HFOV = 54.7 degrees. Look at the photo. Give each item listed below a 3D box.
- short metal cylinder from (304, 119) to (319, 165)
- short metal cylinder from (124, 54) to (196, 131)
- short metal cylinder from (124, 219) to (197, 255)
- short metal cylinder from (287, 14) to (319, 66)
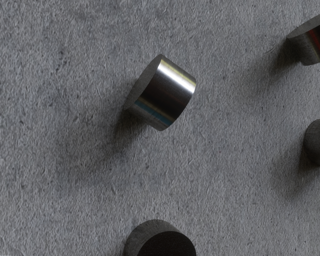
[{"bbox_3d":[0.283,0.024,0.500,0.081,0.050,0.080,0,90,-20],"label":"short metal cylinder"},{"bbox_3d":[-0.001,-0.043,0.379,0.050,0.080,0.080,33,80,-17],"label":"short metal cylinder"},{"bbox_3d":[0.000,0.164,0.396,0.081,0.050,0.080,0,90,-20],"label":"short metal cylinder"},{"bbox_3d":[0.243,-0.138,0.469,0.080,0.080,0.050,-38,103,-16],"label":"short metal cylinder"}]
